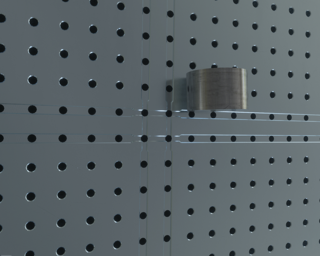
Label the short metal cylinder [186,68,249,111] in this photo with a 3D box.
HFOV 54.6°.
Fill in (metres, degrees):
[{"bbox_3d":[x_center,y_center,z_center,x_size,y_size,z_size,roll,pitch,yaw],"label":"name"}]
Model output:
[{"bbox_3d":[0.075,-0.048,0.411,0.081,0.080,0.050,-2,91,-20],"label":"short metal cylinder"}]
